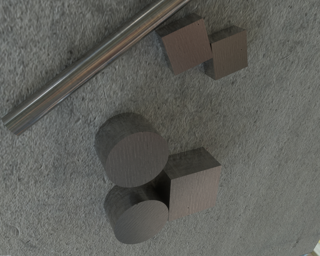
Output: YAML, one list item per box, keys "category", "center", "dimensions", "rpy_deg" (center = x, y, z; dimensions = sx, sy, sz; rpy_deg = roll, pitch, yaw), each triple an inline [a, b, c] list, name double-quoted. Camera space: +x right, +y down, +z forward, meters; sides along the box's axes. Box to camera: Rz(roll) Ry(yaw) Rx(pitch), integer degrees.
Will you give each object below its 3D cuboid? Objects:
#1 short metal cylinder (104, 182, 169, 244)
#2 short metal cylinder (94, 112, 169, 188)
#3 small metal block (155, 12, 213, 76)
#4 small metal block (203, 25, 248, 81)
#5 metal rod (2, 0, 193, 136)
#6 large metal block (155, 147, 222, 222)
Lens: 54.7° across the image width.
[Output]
- category: "short metal cylinder"
  center: [-0.035, 0.119, 0.445]
  dimensions: [0.081, 0.050, 0.079]
  rpy_deg: [-14, 124, -21]
- category: "short metal cylinder"
  center: [-0.036, 0.027, 0.388]
  dimensions: [0.081, 0.050, 0.079]
  rpy_deg: [-14, 124, -21]
- category: "small metal block"
  center: [0.028, -0.097, 0.359]
  dimensions: [0.050, 0.025, 0.050]
  rpy_deg: [-26, 128, -3]
- category: "small metal block"
  center: [0.082, -0.095, 0.393]
  dimensions: [0.050, 0.025, 0.050]
  rpy_deg: [-25, 128, -14]
- category: "metal rod"
  center: [-0.037, -0.095, 0.327]
  dimensions: [0.301, 0.025, 0.025]
  rpy_deg: [-39, 129, -2]
- category: "large metal block"
  center: [0.039, 0.083, 0.464]
  dimensions: [0.081, 0.050, 0.079]
  rpy_deg: [-12, 124, -22]
